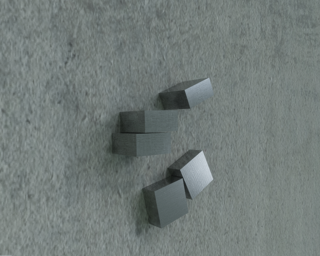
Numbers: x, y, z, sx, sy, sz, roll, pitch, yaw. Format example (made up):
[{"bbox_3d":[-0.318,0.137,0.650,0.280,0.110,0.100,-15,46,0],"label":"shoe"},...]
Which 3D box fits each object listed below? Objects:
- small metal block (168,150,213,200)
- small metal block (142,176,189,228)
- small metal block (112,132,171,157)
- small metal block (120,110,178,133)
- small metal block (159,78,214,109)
[{"bbox_3d":[0.045,0.066,0.445,0.050,0.025,0.050,-35,112,-35],"label":"small metal block"},{"bbox_3d":[0.008,0.097,0.414,0.050,0.025,0.050,-17,101,-39],"label":"small metal block"},{"bbox_3d":[-0.023,0.018,0.371,0.050,0.050,0.025,-2,92,-40],"label":"small metal block"},{"bbox_3d":[-0.014,-0.008,0.379,0.050,0.050,0.025,-3,92,-40],"label":"small metal block"},{"bbox_3d":[0.036,-0.046,0.421,0.050,0.050,0.025,-30,109,-36],"label":"small metal block"}]
